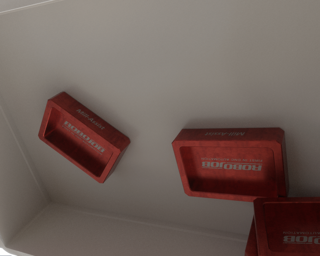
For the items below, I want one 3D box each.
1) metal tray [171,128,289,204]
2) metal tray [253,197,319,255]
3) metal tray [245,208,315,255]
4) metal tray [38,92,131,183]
[{"bbox_3d":[0.087,0.046,0.387,0.130,0.030,0.089,-1,118,28],"label":"metal tray"},{"bbox_3d":[0.167,0.111,0.317,0.131,0.090,0.030,-4,115,14],"label":"metal tray"},{"bbox_3d":[0.172,0.136,0.357,0.130,0.090,0.030,10,129,22],"label":"metal tray"},{"bbox_3d":[-0.119,0.016,0.475,0.130,0.030,0.089,36,129,4],"label":"metal tray"}]
